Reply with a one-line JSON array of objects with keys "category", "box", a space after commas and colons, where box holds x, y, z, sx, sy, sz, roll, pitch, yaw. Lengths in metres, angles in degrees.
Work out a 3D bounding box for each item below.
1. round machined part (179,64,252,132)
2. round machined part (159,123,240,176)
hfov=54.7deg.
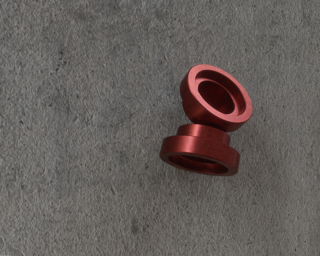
[{"category": "round machined part", "box": [0.069, -0.034, 0.409, 0.099, 0.042, 0.098, 17, 48, -20]}, {"category": "round machined part", "box": [0.051, 0.027, 0.391, 0.099, 0.098, 0.042, 21, 70, -19]}]
